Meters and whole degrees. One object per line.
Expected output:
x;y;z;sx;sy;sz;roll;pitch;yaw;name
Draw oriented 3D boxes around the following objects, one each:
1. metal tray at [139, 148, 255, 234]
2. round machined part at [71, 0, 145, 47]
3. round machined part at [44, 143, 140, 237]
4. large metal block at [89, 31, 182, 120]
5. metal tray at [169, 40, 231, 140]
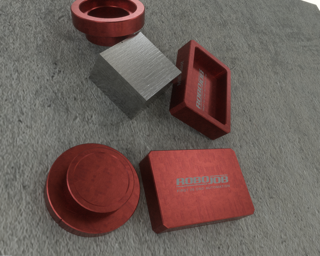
0.046;0.073;0.383;0.131;0.030;0.090;1;62;-28;metal tray
-0.071;-0.148;0.430;0.099;0.042;0.098;3;42;-2;round machined part
-0.066;0.059;0.322;0.099;0.042;0.098;14;56;-21;round machined part
-0.032;-0.071;0.414;0.080;0.050;0.080;45;51;1;large metal block
0.064;-0.058;0.458;0.090;0.030;0.130;30;50;-28;metal tray
